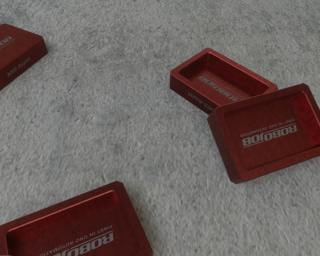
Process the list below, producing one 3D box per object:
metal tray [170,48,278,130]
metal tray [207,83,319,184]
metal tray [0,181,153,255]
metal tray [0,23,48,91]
[{"bbox_3d":[0.089,-0.060,0.451,0.091,0.030,0.130,-37,59,-27],"label":"metal tray"},{"bbox_3d":[0.134,0.005,0.374,0.131,0.030,0.090,-16,77,-14],"label":"metal tray"},{"bbox_3d":[-0.083,0.116,0.301,0.131,0.030,0.090,-19,53,-16],"label":"metal tray"},{"bbox_3d":[-0.257,-0.111,0.490,0.090,0.030,0.130,22,53,17],"label":"metal tray"}]
